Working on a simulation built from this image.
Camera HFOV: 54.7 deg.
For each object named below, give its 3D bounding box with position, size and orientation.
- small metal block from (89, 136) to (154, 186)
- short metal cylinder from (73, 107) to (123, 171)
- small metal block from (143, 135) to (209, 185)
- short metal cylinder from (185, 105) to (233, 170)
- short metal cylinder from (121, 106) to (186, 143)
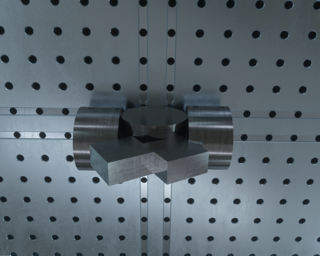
[{"bbox_3d":[-0.040,0.032,0.325,0.050,0.050,0.025,-11,114,-30],"label":"small metal block"},{"bbox_3d":[-0.073,0.013,0.388,0.050,0.080,0.079,1,110,0],"label":"short metal cylinder"},{"bbox_3d":[0.016,0.032,0.330,0.050,0.050,0.025,-11,113,-29],"label":"small metal block"},{"bbox_3d":[0.058,0.012,0.388,0.050,0.080,0.079,1,110,0],"label":"short metal cylinder"},{"bbox_3d":[-0.007,0.008,0.386,0.081,0.080,0.050,1,110,-1],"label":"short metal cylinder"}]
